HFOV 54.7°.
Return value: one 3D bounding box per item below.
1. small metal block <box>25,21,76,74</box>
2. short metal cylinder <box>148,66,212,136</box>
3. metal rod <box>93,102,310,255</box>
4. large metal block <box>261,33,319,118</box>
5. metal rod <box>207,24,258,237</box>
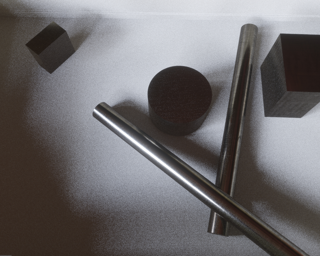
[{"bbox_3d":[-0.152,-0.112,0.435,0.025,0.050,0.050,38,74,12],"label":"small metal block"},{"bbox_3d":[0.025,-0.035,0.409,0.081,0.050,0.080,0,70,0],"label":"short metal cylinder"},{"bbox_3d":[0.033,0.059,0.368,0.300,0.025,0.025,36,74,19],"label":"metal rod"},{"bbox_3d":[0.172,-0.065,0.407,0.050,0.080,0.080,2,70,0],"label":"large metal block"},{"bbox_3d":[0.101,-0.012,0.415,0.025,0.025,0.299,12,70,4],"label":"metal rod"}]
